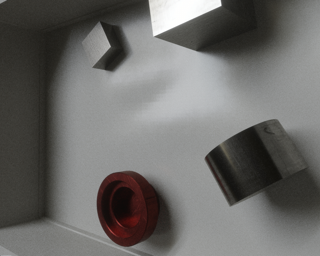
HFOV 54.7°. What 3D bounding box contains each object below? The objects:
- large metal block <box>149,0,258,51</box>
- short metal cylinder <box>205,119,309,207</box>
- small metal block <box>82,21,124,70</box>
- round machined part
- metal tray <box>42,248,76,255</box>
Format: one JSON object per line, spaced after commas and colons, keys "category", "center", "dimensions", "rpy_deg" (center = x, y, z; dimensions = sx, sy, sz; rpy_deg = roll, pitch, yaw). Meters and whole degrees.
{"category": "large metal block", "center": [0.046, -0.126, 0.331], "dimensions": [0.080, 0.081, 0.050], "rpy_deg": [-12, 83, 39]}
{"category": "short metal cylinder", "center": [0.090, 0.034, 0.296], "dimensions": [0.080, 0.081, 0.050], "rpy_deg": [-40, 66, 32]}
{"category": "small metal block", "center": [-0.089, -0.126, 0.478], "dimensions": [0.050, 0.025, 0.050], "rpy_deg": [-37, 67, 33]}
{"category": "round machined part", "center": [-0.039, 0.107, 0.426], "dimensions": [0.098, 0.042, 0.097], "rpy_deg": [0, 90, 39]}
{"category": "metal tray", "center": [-0.154, 0.269, 0.530], "dimensions": [0.130, 0.030, 0.089], "rpy_deg": [0, 90, 39]}
